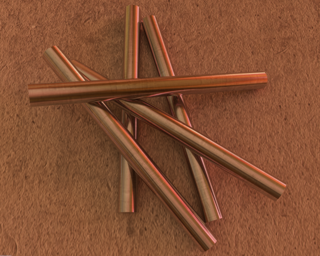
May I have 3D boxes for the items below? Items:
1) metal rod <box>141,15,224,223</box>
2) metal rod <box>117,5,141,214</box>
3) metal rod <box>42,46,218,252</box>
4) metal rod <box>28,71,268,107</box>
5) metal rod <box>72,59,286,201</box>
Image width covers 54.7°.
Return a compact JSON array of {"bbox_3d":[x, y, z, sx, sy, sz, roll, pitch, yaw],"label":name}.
[{"bbox_3d":[0.024,-0.026,0.417,0.025,0.025,0.299,-15,71,-5],"label":"metal rod"},{"bbox_3d":[-0.040,-0.039,0.421,0.025,0.025,0.299,0,70,0],"label":"metal rod"},{"bbox_3d":[-0.039,0.021,0.371,0.025,0.025,0.300,-39,85,-13],"label":"metal rod"},{"bbox_3d":[0.001,-0.051,0.383,0.303,0.025,0.025,-7,69,-20],"label":"metal rod"},{"bbox_3d":[0.011,-0.003,0.381,0.301,0.025,0.025,31,73,11],"label":"metal rod"}]
